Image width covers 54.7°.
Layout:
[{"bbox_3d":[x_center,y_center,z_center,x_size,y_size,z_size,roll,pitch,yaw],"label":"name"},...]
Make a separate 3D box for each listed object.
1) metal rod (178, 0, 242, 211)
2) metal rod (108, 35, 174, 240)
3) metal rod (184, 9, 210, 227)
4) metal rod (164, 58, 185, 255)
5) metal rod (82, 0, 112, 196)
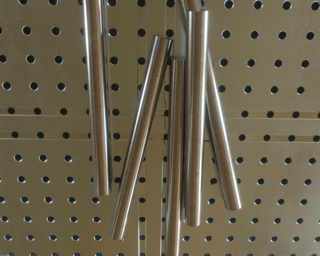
[{"bbox_3d":[0.070,-0.021,0.406,0.025,0.025,0.298,-14,110,5],"label":"metal rod"},{"bbox_3d":[-0.031,0.027,0.422,0.025,0.025,0.298,13,110,-5],"label":"metal rod"},{"bbox_3d":[0.045,0.006,0.400,0.025,0.025,0.298,-2,116,0],"label":"metal rod"},{"bbox_3d":[0.022,0.054,0.433,0.025,0.025,0.298,1,110,-1],"label":"metal rod"},{"bbox_3d":[-0.079,-0.049,0.394,0.025,0.025,0.298,1,110,-1],"label":"metal rod"}]
